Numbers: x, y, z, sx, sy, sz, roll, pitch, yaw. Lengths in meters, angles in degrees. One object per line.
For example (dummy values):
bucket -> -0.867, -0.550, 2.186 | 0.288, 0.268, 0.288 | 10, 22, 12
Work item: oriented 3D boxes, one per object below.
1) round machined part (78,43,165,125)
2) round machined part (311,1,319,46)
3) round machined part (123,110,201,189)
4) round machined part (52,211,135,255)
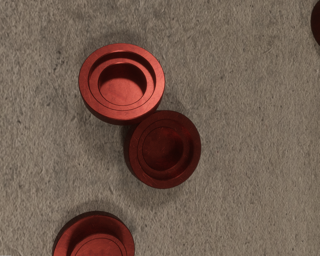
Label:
round machined part -> -0.045, -0.049, 0.372 | 0.099, 0.042, 0.098 | 2, 72, -6
round machined part -> 0.305, -0.178, 0.515 | 0.099, 0.042, 0.097 | 0, 90, -21
round machined part -> 0.000, 0.025, 0.399 | 0.099, 0.042, 0.097 | -2, 94, -23
round machined part -> -0.078, 0.154, 0.372 | 0.099, 0.042, 0.097 | 0, 90, -21
